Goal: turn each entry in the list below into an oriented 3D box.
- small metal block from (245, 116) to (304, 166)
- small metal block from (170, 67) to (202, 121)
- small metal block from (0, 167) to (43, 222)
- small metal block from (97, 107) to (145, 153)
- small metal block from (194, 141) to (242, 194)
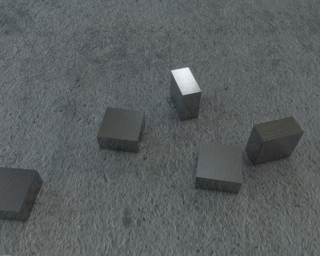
[{"bbox_3d":[0.136,0.016,0.374,0.050,0.050,0.025,-12,51,-10],"label":"small metal block"},{"bbox_3d":[0.034,-0.046,0.426,0.025,0.050,0.050,-13,51,-10],"label":"small metal block"},{"bbox_3d":[-0.166,0.072,0.341,0.050,0.025,0.050,4,50,3],"label":"small metal block"},{"bbox_3d":[-0.049,0.002,0.401,0.050,0.025,0.050,7,50,5],"label":"small metal block"},{"bbox_3d":[0.069,0.046,0.365,0.050,0.025,0.050,7,50,6],"label":"small metal block"}]
